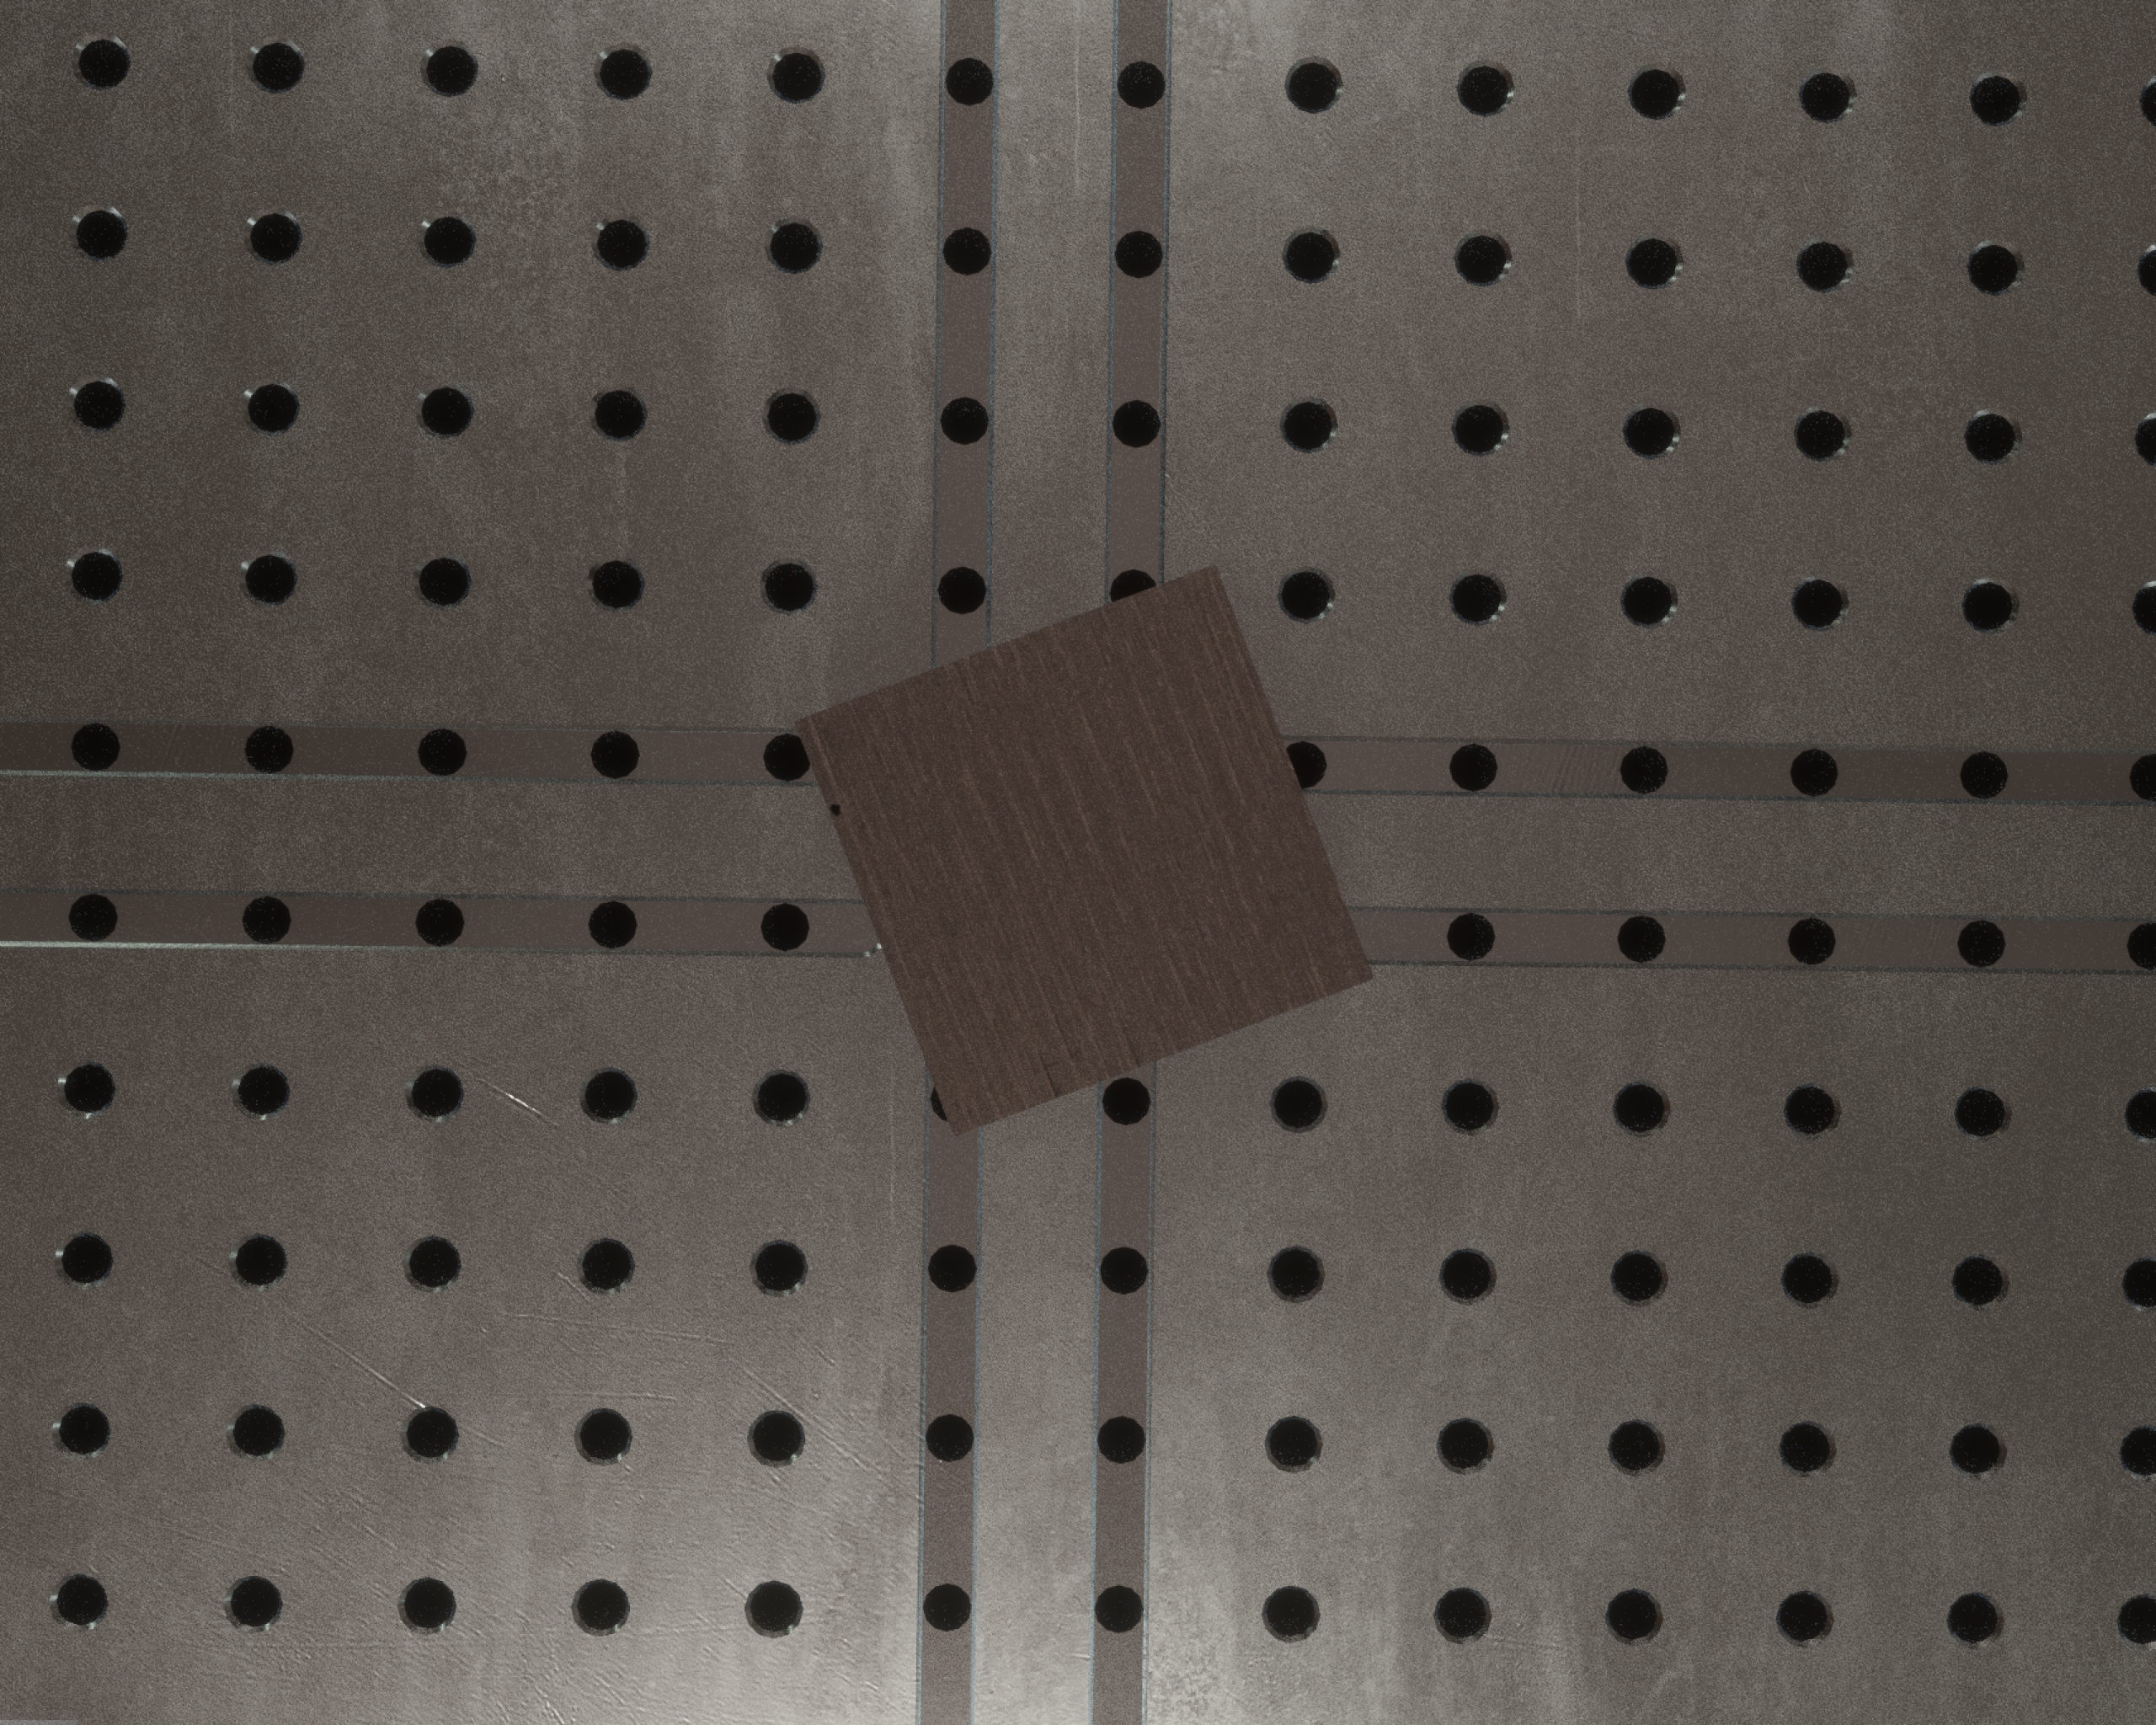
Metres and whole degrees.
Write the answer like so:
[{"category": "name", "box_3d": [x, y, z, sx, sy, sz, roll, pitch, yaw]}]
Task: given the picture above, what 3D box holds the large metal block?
[{"category": "large metal block", "box_3d": [0.001, -0.002, 0.398, 0.080, 0.050, 0.080, -21, 90, -1]}]
